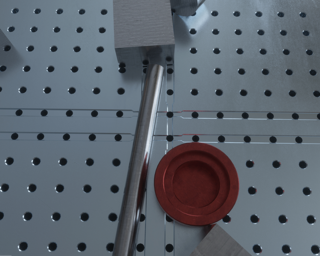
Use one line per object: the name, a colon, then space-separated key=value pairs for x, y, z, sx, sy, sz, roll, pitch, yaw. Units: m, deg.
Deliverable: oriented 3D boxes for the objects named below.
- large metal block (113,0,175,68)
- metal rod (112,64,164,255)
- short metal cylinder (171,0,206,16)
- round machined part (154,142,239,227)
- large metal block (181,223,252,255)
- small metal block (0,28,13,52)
large metal block: x=-0.023 y=-0.138 z=0.449 sx=0.081 sy=0.050 sz=0.080 roll=-4 pitch=70 yaw=-2
metal rod: x=-0.028 y=0.054 z=0.391 sx=0.025 sy=0.025 sz=0.299 roll=8 pitch=70 yaw=3
short metal cylinder: x=0.036 y=-0.216 z=0.462 sx=0.080 sy=0.080 sz=0.050 roll=34 pitch=74 yaw=11
round machined part: x=0.042 y=0.070 z=0.377 sx=0.099 sy=0.042 sz=0.098 roll=0 pitch=69 yaw=1
large metal block: x=0.068 y=0.150 z=0.328 sx=0.080 sy=0.080 sz=0.050 roll=41 pitch=75 yaw=13
small metal block: x=-0.251 y=-0.129 z=0.444 sx=0.050 sy=0.050 sz=0.025 roll=-38 pitch=75 yaw=-13
